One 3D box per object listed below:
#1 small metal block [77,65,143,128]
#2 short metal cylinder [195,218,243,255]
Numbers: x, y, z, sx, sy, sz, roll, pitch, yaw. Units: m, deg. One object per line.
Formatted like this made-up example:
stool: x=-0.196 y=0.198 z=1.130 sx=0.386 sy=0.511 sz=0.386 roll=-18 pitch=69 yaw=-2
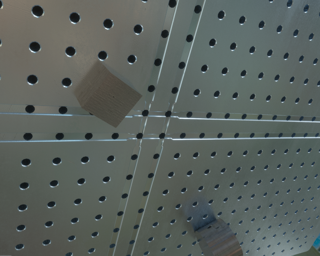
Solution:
small metal block: x=-0.058 y=-0.036 z=0.359 sx=0.050 sy=0.025 sz=0.050 roll=34 pitch=99 yaw=-39
short metal cylinder: x=0.108 y=0.215 z=0.570 sx=0.050 sy=0.080 sz=0.080 roll=-25 pitch=128 yaw=-14
